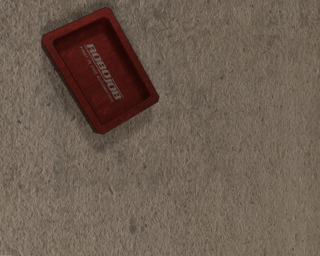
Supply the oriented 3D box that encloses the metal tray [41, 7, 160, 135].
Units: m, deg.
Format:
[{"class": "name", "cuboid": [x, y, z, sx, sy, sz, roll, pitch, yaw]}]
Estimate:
[{"class": "metal tray", "cuboid": [-0.071, -0.068, 0.380, 0.090, 0.030, 0.130, -33, 101, -17]}]
